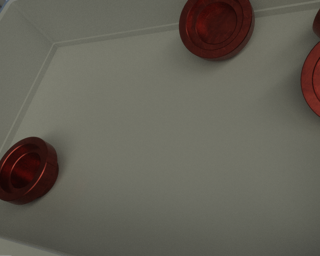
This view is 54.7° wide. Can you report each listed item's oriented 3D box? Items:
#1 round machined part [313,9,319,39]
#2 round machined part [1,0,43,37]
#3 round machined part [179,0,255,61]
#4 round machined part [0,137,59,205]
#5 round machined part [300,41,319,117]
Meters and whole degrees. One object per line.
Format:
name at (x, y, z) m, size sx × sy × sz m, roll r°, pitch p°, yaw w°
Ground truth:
round machined part at (0.216, -0.121, 0.322) m, size 0.098 × 0.098 × 0.042 m, roll -31°, pitch 65°, yaw 8°
round machined part at (-0.314, -0.252, 0.717) m, size 0.098 × 0.042 × 0.098 m, roll -13°, pitch 56°, yaw 21°
round machined part at (0.079, -0.140, 0.422) m, size 0.098 × 0.042 × 0.097 m, roll 0°, pitch 91°, yaw 26°
round machined part at (-0.190, 0.065, 0.455) m, size 0.098 × 0.042 × 0.098 m, roll -13°, pitch 56°, yaw 21°
round machined part at (0.194, -0.050, 0.303) m, size 0.098 × 0.042 × 0.097 m, roll 6°, pitch 102°, yaw 33°
